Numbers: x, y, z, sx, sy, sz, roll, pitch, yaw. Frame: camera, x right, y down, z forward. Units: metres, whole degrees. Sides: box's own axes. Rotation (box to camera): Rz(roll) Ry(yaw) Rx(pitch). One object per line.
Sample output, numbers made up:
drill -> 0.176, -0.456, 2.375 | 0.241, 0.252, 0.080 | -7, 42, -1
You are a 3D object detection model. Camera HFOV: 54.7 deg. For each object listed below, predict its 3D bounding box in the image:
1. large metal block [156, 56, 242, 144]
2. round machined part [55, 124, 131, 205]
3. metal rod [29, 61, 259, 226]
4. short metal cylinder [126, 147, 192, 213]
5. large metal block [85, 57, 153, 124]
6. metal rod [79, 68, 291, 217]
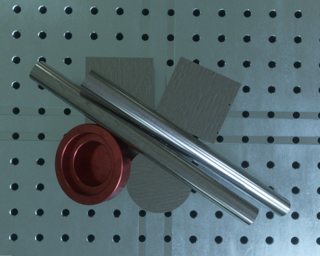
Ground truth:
large metal block -> 0.045, -0.034, 0.396 | 0.080, 0.050, 0.080 | 24, 90, 0
round machined part -> -0.079, 0.044, 0.389 | 0.098, 0.042, 0.097 | -1, 86, 23
metal rod -> -0.017, 0.018, 0.358 | 0.301, 0.025, 0.025 | 34, 90, -1
short metal cylinder -> -0.001, 0.062, 0.396 | 0.081, 0.050, 0.079 | 0, 90, 0
large metal block -> -0.049, -0.045, 0.393 | 0.081, 0.050, 0.079 | 1, 90, 0
metal rod -> 0.042, 0.026, 0.373 | 0.301, 0.025, 0.025 | 33, 90, -15
